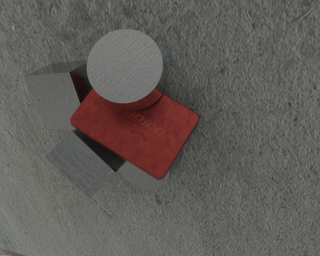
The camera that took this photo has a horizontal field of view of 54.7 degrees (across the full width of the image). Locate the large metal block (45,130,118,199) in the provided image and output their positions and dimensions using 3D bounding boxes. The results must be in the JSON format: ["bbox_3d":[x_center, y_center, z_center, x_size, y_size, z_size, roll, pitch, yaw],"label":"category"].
[{"bbox_3d":[-0.104,0.046,0.447,0.080,0.080,0.050,44,93,-3],"label":"large metal block"}]

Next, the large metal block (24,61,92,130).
[{"bbox_3d":[-0.126,-0.045,0.428,0.080,0.050,0.080,1,119,27],"label":"large metal block"}]

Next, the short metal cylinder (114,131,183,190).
[{"bbox_3d":[-0.015,0.038,0.424,0.080,0.050,0.079,13,124,21],"label":"short metal cylinder"}]

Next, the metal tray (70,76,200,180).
[{"bbox_3d":[-0.030,-0.007,0.379,0.130,0.090,0.030,31,168,8],"label":"metal tray"}]

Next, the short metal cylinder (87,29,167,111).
[{"bbox_3d":[-0.034,-0.062,0.346,0.080,0.050,0.080,-1,84,5],"label":"short metal cylinder"}]
